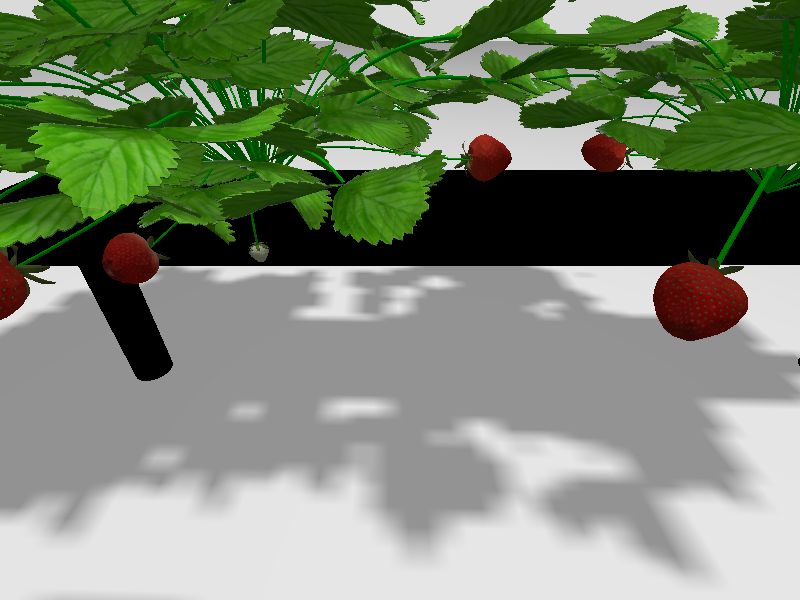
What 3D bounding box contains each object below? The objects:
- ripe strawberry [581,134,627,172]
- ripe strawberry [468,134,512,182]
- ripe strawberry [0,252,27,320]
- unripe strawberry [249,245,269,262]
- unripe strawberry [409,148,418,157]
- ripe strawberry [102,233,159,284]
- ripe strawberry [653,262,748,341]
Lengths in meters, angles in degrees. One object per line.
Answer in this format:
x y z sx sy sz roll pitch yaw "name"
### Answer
0.206 -0.151 0.406 0.042 0.041 0.039 17 38 24 "ripe strawberry"
0.086 -0.135 0.382 0.043 0.042 0.040 -6 35 -10 "ripe strawberry"
-0.211 -0.005 0.192 0.040 0.043 0.043 15 38 21 "ripe strawberry"
-0.085 -0.028 0.241 0.011 0.011 0.010 -8 35 -12 "unripe strawberry"
0.015 -0.162 0.440 0.010 0.011 0.012 -24 41 -30 "unripe strawberry"
-0.153 -0.022 0.225 0.025 0.029 0.027 7 36 10 "ripe strawberry"
0.138 0.002 0.188 0.037 0.037 0.031 29 -18 35 "ripe strawberry"
